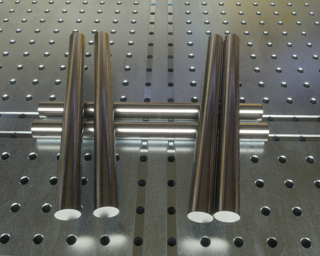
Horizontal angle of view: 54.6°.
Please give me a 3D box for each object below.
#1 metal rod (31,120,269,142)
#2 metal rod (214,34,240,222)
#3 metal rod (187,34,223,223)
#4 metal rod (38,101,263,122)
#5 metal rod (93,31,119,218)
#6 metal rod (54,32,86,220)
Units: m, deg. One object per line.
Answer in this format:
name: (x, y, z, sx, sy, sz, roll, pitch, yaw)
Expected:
metal rod: (-0.013, 0.004, 0.406, 0.302, 0.025, 0.025, 1, 50, 0)
metal rod: (0.090, -0.026, 0.399, 0.025, 0.025, 0.300, 7, 50, 6)
metal rod: (0.064, -0.026, 0.398, 0.025, 0.025, 0.300, 7, 50, 6)
metal rod: (-0.013, -0.023, 0.428, 0.302, 0.025, 0.025, 1, 50, 0)
metal rod: (-0.073, -0.030, 0.401, 0.025, 0.025, 0.300, -6, 50, -5)
metal rod: (-0.111, -0.028, 0.399, 0.025, 0.025, 0.300, -6, 50, -5)
